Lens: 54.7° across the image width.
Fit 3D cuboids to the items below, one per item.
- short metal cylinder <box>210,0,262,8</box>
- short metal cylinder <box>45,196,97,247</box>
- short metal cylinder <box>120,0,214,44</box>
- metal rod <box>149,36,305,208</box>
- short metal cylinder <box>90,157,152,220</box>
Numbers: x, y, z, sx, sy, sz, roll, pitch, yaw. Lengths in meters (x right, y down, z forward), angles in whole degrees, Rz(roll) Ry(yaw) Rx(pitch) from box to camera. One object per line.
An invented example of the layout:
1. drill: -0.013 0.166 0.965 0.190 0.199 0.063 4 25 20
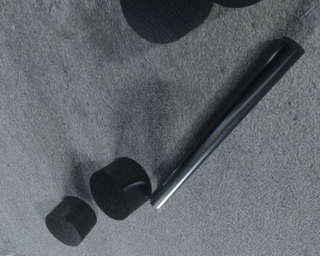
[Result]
1. short metal cylinder: 0.072 -0.148 0.262 0.080 0.050 0.079 13 124 20
2. short metal cylinder: -0.169 0.177 0.589 0.080 0.050 0.079 13 124 21
3. short metal cylinder: 0.008 -0.130 0.306 0.080 0.050 0.079 13 124 21
4. metal rod: 0.060 0.017 0.385 0.025 0.025 0.298 37 129 3
5. short metal cylinder: -0.059 0.090 0.466 0.080 0.050 0.079 18 121 33
